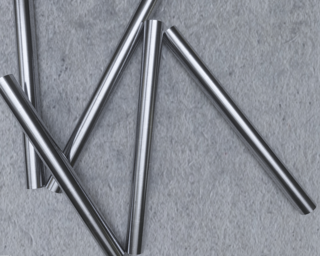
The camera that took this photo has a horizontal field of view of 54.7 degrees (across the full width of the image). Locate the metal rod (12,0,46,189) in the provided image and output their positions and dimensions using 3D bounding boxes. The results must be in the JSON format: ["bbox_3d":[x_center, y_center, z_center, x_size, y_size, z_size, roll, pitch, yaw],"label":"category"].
[{"bbox_3d":[-0.174,-0.071,0.407,0.025,0.025,0.298,-4,90,-1],"label":"metal rod"}]

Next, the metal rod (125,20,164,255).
[{"bbox_3d":[-0.020,0.014,0.403,0.025,0.025,0.298,5,93,-1],"label":"metal rod"}]

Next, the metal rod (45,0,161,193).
[{"bbox_3d":[-0.071,-0.053,0.409,0.025,0.025,0.299,27,90,-1],"label":"metal rod"}]

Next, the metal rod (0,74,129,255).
[{"bbox_3d":[-0.111,0.071,0.386,0.025,0.025,0.299,-30,99,0],"label":"metal rod"}]

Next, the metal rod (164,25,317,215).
[{"bbox_3d":[0.104,-0.010,0.411,0.025,0.025,0.300,-38,91,0],"label":"metal rod"}]
